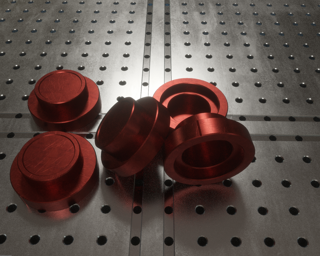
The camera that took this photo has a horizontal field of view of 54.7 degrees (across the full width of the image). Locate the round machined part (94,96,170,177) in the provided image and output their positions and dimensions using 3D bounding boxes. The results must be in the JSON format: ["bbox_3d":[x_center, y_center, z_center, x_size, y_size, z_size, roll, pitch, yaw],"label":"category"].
[{"bbox_3d":[-0.038,0.003,0.357,0.098,0.042,0.098,-35,35,29],"label":"round machined part"}]

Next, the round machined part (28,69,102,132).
[{"bbox_3d":[-0.134,-0.045,0.432,0.099,0.042,0.098,0,50,0],"label":"round machined part"}]

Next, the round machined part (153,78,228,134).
[{"bbox_3d":[0.038,-0.019,0.413,0.099,0.042,0.098,1,50,0],"label":"round machined part"}]

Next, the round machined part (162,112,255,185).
[{"bbox_3d":[0.051,0.020,0.344,0.099,0.097,0.042,-5,50,-4],"label":"round machined part"}]

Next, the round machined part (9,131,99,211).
[{"bbox_3d":[-0.123,0.042,0.360,0.099,0.042,0.098,0,50,0],"label":"round machined part"}]
